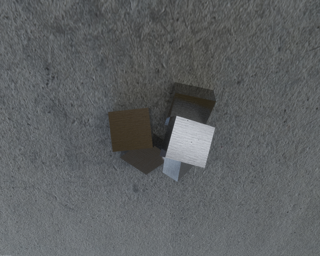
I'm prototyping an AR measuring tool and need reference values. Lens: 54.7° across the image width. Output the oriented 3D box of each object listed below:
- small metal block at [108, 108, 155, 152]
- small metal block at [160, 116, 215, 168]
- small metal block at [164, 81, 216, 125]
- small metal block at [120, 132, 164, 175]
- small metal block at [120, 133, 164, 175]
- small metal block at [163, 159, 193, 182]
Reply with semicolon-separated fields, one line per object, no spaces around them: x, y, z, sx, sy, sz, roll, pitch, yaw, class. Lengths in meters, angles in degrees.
-0.035;0.002;0.393;0.050;0.025;0.050;-6;92;4;small metal block
0.033;0.017;0.373;0.050;0.025;0.050;17;85;-14;small metal block
0.036;-0.026;0.388;0.050;0.025;0.050;11;129;-10;small metal block
-0.019;0.033;0.437;0.050;0.025;0.050;-37;122;27;small metal block
-0.020;0.033;0.437;0.050;0.025;0.050;-37;121;27;small metal block
0.031;0.036;0.421;0.025;0.050;0.050;30;135;25;small metal block
